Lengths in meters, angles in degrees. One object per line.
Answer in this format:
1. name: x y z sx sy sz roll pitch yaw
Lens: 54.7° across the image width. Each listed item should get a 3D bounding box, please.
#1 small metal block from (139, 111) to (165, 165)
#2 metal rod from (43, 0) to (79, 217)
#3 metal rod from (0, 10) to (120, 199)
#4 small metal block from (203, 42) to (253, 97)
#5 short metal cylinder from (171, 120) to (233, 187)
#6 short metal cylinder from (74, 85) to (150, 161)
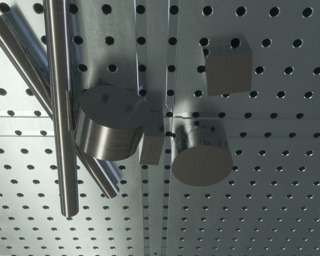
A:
1. small metal block: -0.012 0.013 0.405 0.025 0.050 0.050 5 130 -8
2. metal rod: -0.116 -0.006 0.374 0.025 0.025 0.298 4 121 -4
3. metal rod: -0.122 -0.005 0.405 0.025 0.025 0.299 -14 129 11
4. small metal block: 0.077 -0.067 0.356 0.050 0.025 0.050 -7 130 5
5. short metal cylinder: 0.056 0.035 0.426 0.081 0.050 0.079 0 130 0
6. short metal cylinder: -0.058 -0.007 0.369 0.081 0.080 0.050 13 129 -11
